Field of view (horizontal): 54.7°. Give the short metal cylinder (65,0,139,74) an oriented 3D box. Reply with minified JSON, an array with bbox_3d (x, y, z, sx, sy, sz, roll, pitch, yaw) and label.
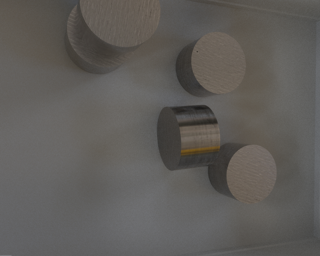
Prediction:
[{"bbox_3d":[-0.071,-0.108,0.371,0.081,0.050,0.080,0,90,-20],"label":"short metal cylinder"}]

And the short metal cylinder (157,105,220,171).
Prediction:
[{"bbox_3d":[0.034,0.011,0.394,0.050,0.080,0.079,-5,92,-20],"label":"short metal cylinder"}]

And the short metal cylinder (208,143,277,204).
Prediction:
[{"bbox_3d":[0.116,0.062,0.440,0.081,0.050,0.080,0,90,-20],"label":"short metal cylinder"}]

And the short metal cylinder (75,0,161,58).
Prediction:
[{"bbox_3d":[-0.046,-0.119,0.327,0.081,0.050,0.080,0,90,-20],"label":"short metal cylinder"}]

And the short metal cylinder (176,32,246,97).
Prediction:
[{"bbox_3d":[0.068,-0.084,0.422,0.081,0.050,0.080,0,90,-20],"label":"short metal cylinder"}]
